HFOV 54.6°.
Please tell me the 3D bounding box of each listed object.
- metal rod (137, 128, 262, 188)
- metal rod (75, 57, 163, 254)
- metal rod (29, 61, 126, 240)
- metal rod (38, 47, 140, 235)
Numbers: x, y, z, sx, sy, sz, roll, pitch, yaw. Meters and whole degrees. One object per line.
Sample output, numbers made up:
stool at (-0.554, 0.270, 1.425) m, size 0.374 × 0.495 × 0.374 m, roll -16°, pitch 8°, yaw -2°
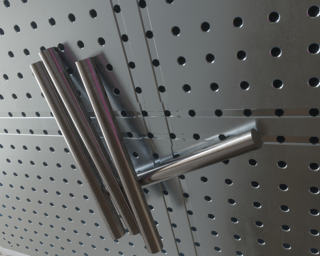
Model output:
metal rod at (0.004, 0.064, 0.449) m, size 0.299 × 0.025 × 0.025 m, roll -26°, pitch 105°, yaw 37°
metal rod at (-0.054, 0.048, 0.443) m, size 0.025 × 0.025 × 0.299 m, roll -10°, pitch 105°, yaw 32°
metal rod at (-0.122, 0.041, 0.480) m, size 0.025 × 0.025 × 0.299 m, roll -13°, pitch 105°, yaw 33°
metal rod at (-0.096, 0.026, 0.457) m, size 0.025 × 0.025 × 0.299 m, roll -16°, pitch 104°, yaw 34°
